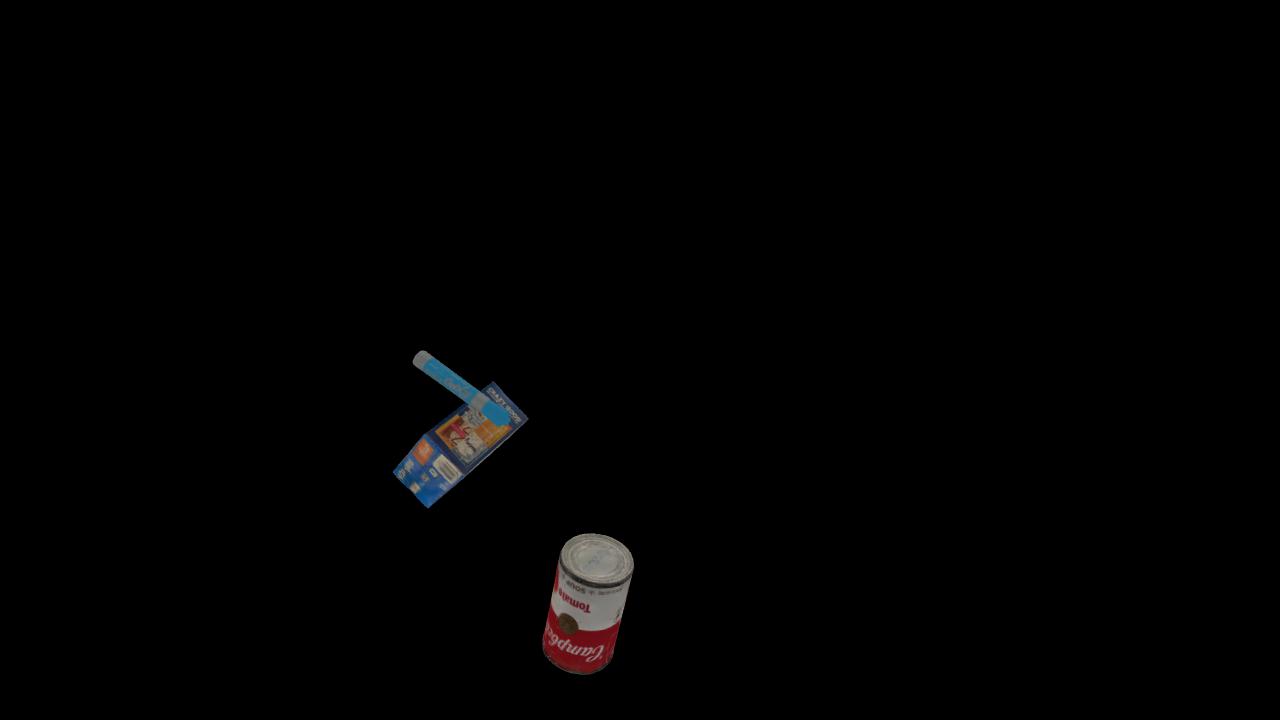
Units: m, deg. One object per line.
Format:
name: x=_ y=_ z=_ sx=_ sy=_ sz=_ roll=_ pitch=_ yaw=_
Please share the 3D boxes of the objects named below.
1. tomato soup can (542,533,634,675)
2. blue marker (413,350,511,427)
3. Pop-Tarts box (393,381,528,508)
tomato soup can: x=-0.046 y=0.216 z=0.550 sx=0.068 sy=0.101 sz=0.068 roll=12 pitch=20 yaw=-4
blue marker: x=-0.180 y=0.030 z=0.624 sx=0.121 sy=0.020 sz=0.020 roll=33 pitch=8 yaw=13
Pop-Tarts box: x=-0.273 y=0.129 z=0.932 sx=0.167 sy=0.083 sz=0.141 roll=-38 pitch=4 yaw=45
